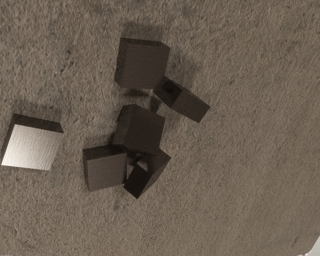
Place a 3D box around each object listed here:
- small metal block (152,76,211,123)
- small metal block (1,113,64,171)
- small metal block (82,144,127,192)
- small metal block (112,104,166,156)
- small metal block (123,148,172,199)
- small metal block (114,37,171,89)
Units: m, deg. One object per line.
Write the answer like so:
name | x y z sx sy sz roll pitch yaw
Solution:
small metal block | 0.026 -0.036 0.384 0.050 0.050 0.025 25 105 -37
small metal block | -0.141 0.016 0.341 0.050 0.025 0.050 14 111 -34
small metal block | -0.071 0.050 0.401 0.050 0.025 0.050 -10 123 -24
small metal block | -0.025 0.003 0.382 0.050 0.025 0.050 24 73 -37
small metal block | -0.017 0.059 0.413 0.050 0.025 0.050 -36 160 -52
small metal block | -0.021 -0.072 0.352 0.050 0.025 0.050 -2 119 -28
